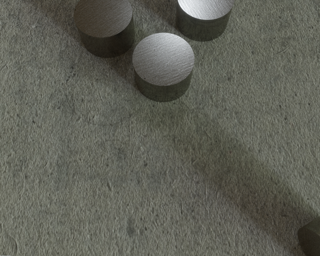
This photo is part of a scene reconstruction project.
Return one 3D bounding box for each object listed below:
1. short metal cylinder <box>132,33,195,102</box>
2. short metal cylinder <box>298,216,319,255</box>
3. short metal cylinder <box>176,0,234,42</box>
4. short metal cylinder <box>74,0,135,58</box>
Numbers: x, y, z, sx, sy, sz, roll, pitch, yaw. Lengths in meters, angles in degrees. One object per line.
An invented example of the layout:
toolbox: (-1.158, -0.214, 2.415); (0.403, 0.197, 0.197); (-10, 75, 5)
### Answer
short metal cylinder: (0.005, -0.082, 0.425); (0.081, 0.050, 0.080); (0, 70, 0)
short metal cylinder: (0.197, 0.131, 0.332); (0.050, 0.080, 0.080); (-27, 72, -9)
short metal cylinder: (0.065, -0.177, 0.460); (0.081, 0.050, 0.080); (0, 70, 0)
short metal cylinder: (-0.078, -0.149, 0.449); (0.081, 0.050, 0.080); (0, 70, 0)
